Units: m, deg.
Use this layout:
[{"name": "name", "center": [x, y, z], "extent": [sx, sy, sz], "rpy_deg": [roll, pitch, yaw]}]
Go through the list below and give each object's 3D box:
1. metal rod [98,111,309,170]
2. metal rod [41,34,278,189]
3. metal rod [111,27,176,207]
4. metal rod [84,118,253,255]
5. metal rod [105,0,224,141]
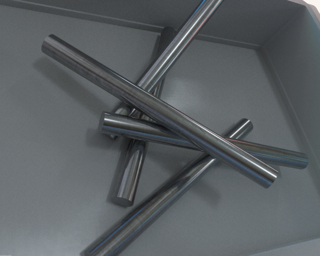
[{"name": "metal rod", "center": [0.072, 0.021, 0.400], "extent": [0.302, 0.025, 0.025], "rpy_deg": [12, 57, -22]}, {"name": "metal rod", "center": [-0.004, -0.021, 0.356], "extent": [0.301, 0.025, 0.025], "rpy_deg": [32, 51, 4]}, {"name": "metal rod", "center": [-0.013, -0.038, 0.423], "extent": [0.025, 0.025, 0.300], "rpy_deg": [24, 53, -14]}, {"name": "metal rod", "center": [0.035, 0.061, 0.388], "extent": [0.302, 0.025, 0.025], "rpy_deg": [-34, 81, -38]}, {"name": "metal rod", "center": [0.022, -0.109, 0.409], "extent": [0.025, 0.025, 0.300], "rpy_deg": [38, 75, -4]}]
